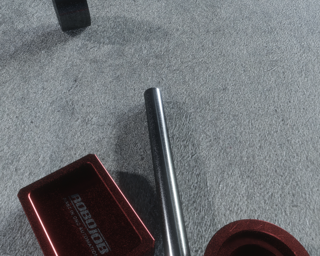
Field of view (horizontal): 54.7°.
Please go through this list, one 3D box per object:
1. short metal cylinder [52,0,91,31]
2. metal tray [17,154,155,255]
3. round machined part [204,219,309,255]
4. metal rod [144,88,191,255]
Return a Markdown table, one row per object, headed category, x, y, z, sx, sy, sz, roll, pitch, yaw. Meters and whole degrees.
| category | x | y | z | sx | sy | sz | roll | pitch | yaw |
| --- | --- | --- | --- | --- | --- | --- | --- | --- | --- |
| short metal cylinder | -0.159 | -0.216 | 0.547 | 0.050 | 0.080 | 0.080 | -18 | 53 | -15 |
| metal tray | -0.077 | 0.097 | 0.317 | 0.091 | 0.030 | 0.130 | -28 | 56 | -22 |
| round machined part | 0.085 | 0.137 | 0.278 | 0.099 | 0.042 | 0.098 | 0 | 50 | 0 |
| metal rod | 0.008 | 0.065 | 0.348 | 0.025 | 0.025 | 0.300 | -5 | 50 | -5 |
